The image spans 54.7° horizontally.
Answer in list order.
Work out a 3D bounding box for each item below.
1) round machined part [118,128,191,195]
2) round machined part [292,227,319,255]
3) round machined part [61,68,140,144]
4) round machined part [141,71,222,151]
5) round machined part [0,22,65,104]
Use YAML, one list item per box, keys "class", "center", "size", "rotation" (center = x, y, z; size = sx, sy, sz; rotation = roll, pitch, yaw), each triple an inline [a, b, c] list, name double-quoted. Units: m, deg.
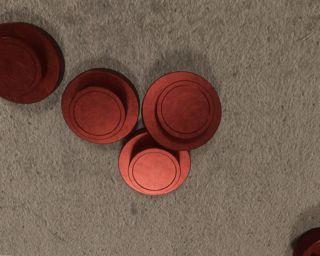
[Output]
- class: "round machined part"
  center: [-0.007, 0.050, 0.419]
  size: [0.099, 0.042, 0.097]
  rotation: [0, 110, -1]
- class: "round machined part"
  center: [0.252, 0.193, 0.476]
  size: [0.099, 0.042, 0.097]
  rotation: [0, 110, -1]
- class: "round machined part"
  center: [-0.076, -0.024, 0.391]
  size: [0.099, 0.042, 0.097]
  rotation: [0, 110, -1]
- class: "round machined part"
  center: [0.027, -0.021, 0.375]
  size: [0.099, 0.042, 0.097]
  rotation: [0, 88, -7]
- class: "round machined part"
  center: [-0.170, -0.075, 0.371]
  size: [0.099, 0.042, 0.097]
  rotation: [0, 110, -1]
